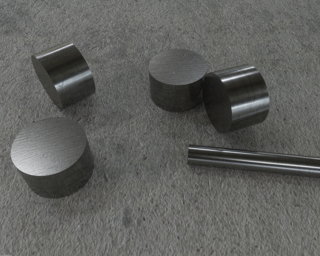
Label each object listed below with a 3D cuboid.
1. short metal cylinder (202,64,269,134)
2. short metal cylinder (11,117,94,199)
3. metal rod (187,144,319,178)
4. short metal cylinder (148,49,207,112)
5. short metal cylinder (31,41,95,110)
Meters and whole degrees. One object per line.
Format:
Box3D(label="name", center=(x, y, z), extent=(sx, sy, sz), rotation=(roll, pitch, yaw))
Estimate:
Box3D(label="short metal cylinder", center=(0.095, -0.038, 0.400), extent=(0.050, 0.080, 0.080), rotation=(-15, 52, -13))
Box3D(label="short metal cylinder", center=(-0.121, 0.034, 0.358), extent=(0.081, 0.050, 0.080), rotation=(0, 50, 0))
Box3D(label="metal rod", center=(0.184, 0.046, 0.365), extent=(0.302, 0.025, 0.025), rotation=(5, 50, 4))
Box3D(label="short metal cylinder", center=(0.025, -0.069, 0.443), extent=(0.080, 0.050, 0.080), rotation=(-1, 49, 2))
Box3D(label="short metal cylinder", center=(-0.133, -0.072, 0.427), extent=(0.050, 0.080, 0.080), rotation=(-32, 57, -24))
